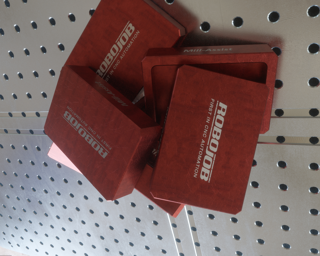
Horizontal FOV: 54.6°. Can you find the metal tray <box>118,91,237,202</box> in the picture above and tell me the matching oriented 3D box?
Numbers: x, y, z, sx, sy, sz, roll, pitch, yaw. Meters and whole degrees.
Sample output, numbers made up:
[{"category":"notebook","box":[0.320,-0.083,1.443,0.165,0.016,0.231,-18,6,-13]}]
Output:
[{"category":"metal tray","box":[0.025,0.013,0.365,0.130,0.090,0.030,38,130,3]}]

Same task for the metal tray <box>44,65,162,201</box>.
[{"category":"metal tray","box":[-0.068,0.002,0.331,0.130,0.030,0.089,39,118,27]}]

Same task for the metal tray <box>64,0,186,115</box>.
[{"category":"metal tray","box":[-0.045,-0.085,0.355,0.090,0.030,0.129,39,115,-1]}]

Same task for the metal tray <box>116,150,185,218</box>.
[{"category":"metal tray","box":[-0.010,0.063,0.396,0.090,0.130,0.030,36,87,3]}]

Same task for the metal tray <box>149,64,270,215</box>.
[{"category":"metal tray","box":[0.047,0.012,0.309,0.090,0.030,0.129,13,90,-4]}]

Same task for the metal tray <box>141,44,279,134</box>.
[{"category":"metal tray","box":[0.050,-0.039,0.329,0.131,0.030,0.089,-1,120,6]}]

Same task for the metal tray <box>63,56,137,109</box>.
[{"category":"metal tray","box":[-0.089,-0.037,0.432,0.090,0.030,0.129,33,129,6]}]

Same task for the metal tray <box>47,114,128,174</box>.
[{"category":"metal tray","box":[-0.105,0.026,0.451,0.090,0.030,0.129,31,142,-12]}]
